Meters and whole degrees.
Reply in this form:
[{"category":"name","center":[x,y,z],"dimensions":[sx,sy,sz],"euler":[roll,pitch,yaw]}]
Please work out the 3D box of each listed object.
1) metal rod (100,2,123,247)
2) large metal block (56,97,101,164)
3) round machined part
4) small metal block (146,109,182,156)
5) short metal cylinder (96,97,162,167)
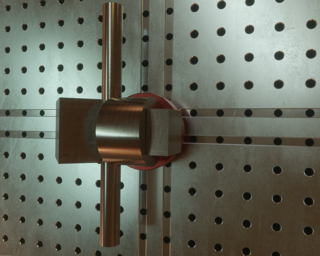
[{"category":"metal rod","center":[-0.061,-0.004,0.389],"dimensions":[0.025,0.025,0.298],"euler":[1,90,19]},{"category":"large metal block","center":[-0.111,0.003,0.415],"dimensions":[0.050,0.080,0.079],"euler":[1,90,-21]},{"category":"round machined part","center":[-0.015,0.004,0.407],"dimensions":[0.098,0.042,0.097],"euler":[0,90,19]},{"category":"small metal block","center":[0.006,0.004,0.352],"dimensions":[0.025,0.050,0.050],"euler":[1,91,20]},{"category":"short metal cylinder","center":[-0.032,0.004,0.361],"dimensions":[0.050,0.080,0.079],"euler":[1,90,20]}]
